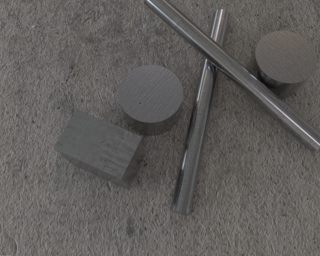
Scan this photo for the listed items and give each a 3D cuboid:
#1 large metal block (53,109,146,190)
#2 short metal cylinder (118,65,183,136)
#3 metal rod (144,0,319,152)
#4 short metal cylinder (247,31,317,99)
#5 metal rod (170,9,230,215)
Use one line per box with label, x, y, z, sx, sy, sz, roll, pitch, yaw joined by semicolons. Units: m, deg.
large metal block;-0.066;0.029;0.368;0.080;0.080;0.050;23;72;8
short metal cylinder;-0.011;-0.035;0.408;0.081;0.050;0.080;0;70;0
metal rod;0.096;-0.079;0.414;0.300;0.025;0.025;43;75;5
short metal cylinder;0.165;-0.085;0.427;0.081;0.050;0.080;0;70;0
metal rod;0.059;-0.035;0.421;0.025;0.025;0.299;13;70;4
